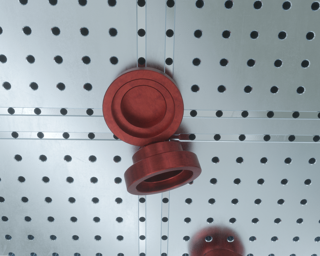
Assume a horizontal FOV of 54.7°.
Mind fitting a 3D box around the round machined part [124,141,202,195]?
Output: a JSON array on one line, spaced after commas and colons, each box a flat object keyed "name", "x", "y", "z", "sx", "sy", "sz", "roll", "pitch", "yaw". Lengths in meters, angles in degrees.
[{"name": "round machined part", "x": 0.001, "y": 0.051, "z": 0.405, "sx": 0.099, "sy": 0.042, "sz": 0.098, "roll": -13, "pitch": 154, "yaw": -6}]

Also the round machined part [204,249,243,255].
[{"name": "round machined part", "x": 0.099, "y": 0.234, "z": 0.492, "sx": 0.099, "sy": 0.042, "sz": 0.097, "roll": 0, "pitch": 110, "yaw": -1}]

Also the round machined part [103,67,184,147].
[{"name": "round machined part", "x": -0.020, "y": -0.029, "z": 0.393, "sx": 0.099, "sy": 0.042, "sz": 0.097, "roll": 0, "pitch": 110, "yaw": -1}]
